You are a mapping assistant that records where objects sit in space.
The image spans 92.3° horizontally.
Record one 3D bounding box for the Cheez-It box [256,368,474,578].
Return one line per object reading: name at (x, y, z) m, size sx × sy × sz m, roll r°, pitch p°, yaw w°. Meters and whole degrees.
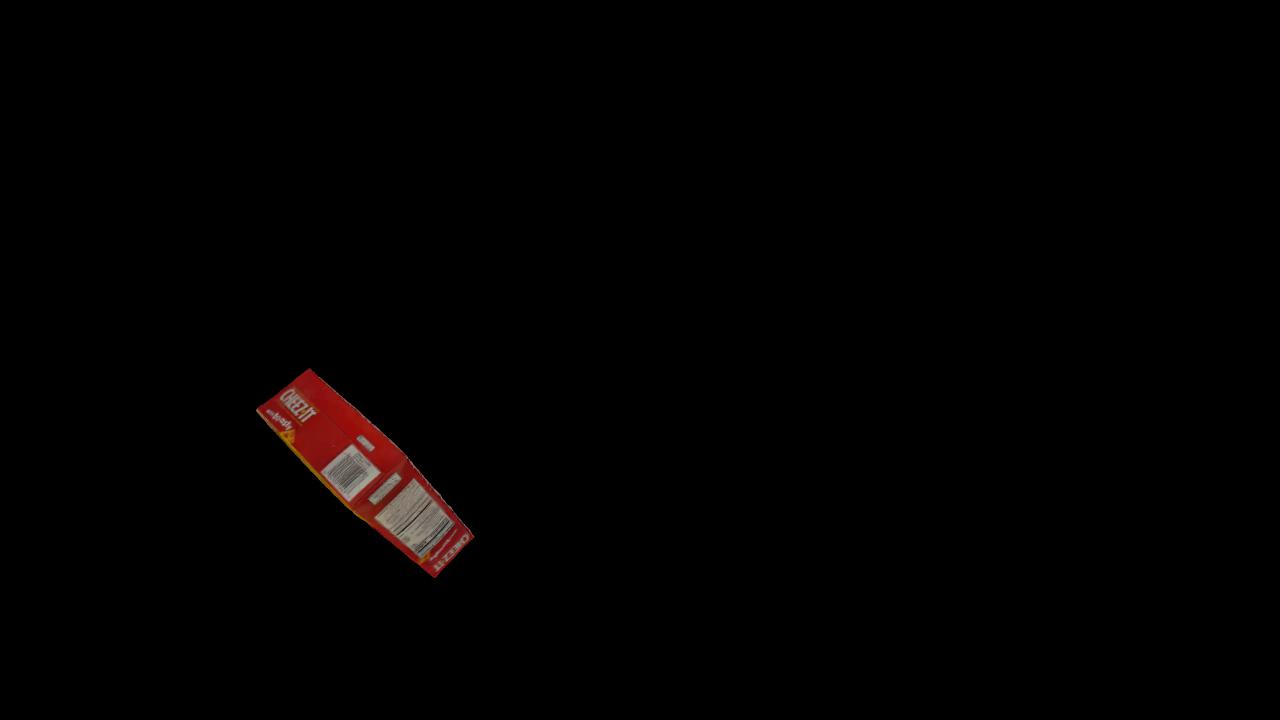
Cheez-It box at (-0.283, 0.130, 0.659) m, size 0.166 × 0.071 × 0.223 m, roll 33°, pitch -27°, yaw 24°
